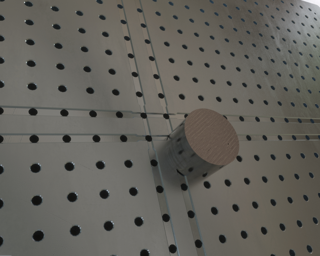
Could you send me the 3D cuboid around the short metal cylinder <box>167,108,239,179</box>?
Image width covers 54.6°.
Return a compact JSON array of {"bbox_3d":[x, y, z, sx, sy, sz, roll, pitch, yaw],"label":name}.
[{"bbox_3d":[0.056,0.021,0.409,0.081,0.050,0.080,14,56,-21],"label":"short metal cylinder"}]
